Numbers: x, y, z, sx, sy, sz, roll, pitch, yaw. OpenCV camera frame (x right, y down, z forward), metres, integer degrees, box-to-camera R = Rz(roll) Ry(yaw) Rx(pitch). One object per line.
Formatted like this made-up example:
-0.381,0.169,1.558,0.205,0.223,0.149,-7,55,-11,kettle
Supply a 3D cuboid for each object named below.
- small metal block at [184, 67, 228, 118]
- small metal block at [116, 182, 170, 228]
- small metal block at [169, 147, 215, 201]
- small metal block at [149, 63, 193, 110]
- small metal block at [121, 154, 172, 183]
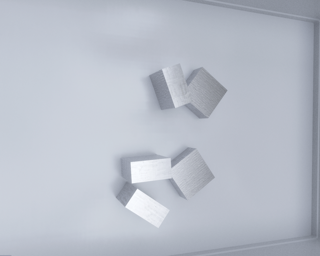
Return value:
0.057,-0.048,0.433,0.050,0.025,0.050,39,77,-16,small metal block
-0.023,0.095,0.390,0.050,0.050,0.025,37,78,-17,small metal block
0.039,0.062,0.426,0.050,0.025,0.050,-37,102,-17,small metal block
0.013,-0.052,0.403,0.025,0.050,0.050,-22,98,-19,small metal block
-0.019,0.050,0.391,0.050,0.050,0.025,-4,92,-20,small metal block
